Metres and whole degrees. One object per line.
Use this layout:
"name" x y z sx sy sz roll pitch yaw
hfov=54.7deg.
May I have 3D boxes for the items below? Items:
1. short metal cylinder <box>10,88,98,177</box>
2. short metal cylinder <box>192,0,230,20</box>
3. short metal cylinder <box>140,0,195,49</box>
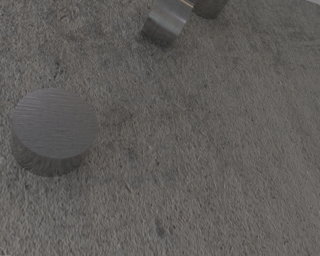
"short metal cylinder" -0.111 0.005 0.325 0.081 0.050 0.080 14 56 -21
"short metal cylinder" 0.092 -0.256 0.593 0.081 0.050 0.080 14 56 -21
"short metal cylinder" 0.011 -0.171 0.478 0.050 0.080 0.080 28 52 -11
